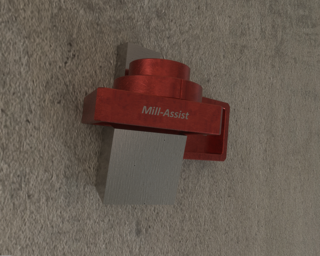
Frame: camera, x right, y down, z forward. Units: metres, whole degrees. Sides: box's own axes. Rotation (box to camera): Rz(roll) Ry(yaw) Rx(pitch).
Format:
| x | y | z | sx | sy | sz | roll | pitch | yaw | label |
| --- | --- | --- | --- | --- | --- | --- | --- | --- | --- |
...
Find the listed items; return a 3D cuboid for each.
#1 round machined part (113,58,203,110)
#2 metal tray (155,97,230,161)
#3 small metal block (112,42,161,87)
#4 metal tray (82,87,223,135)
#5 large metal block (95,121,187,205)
| x | y | z | sx | sy | sz | roll | pitch | yaw | label |
| --- | --- | --- | --- | --- | --- | --- | --- | --- | --- |
| -0.002 | -0.048 | 0.345 | 0.099 | 0.098 | 0.042 | 8 | 85 | -40 | round machined part |
| 0.046 | 0.000 | 0.444 | 0.131 | 0.030 | 0.089 | 8 | 85 | -40 | metal tray |
| -0.028 | -0.073 | 0.385 | 0.050 | 0.025 | 0.050 | 8 | 85 | -40 | small metal block |
| -0.011 | -0.014 | 0.334 | 0.131 | 0.090 | 0.030 | 7 | 86 | -22 | metal tray |
| -0.023 | 0.038 | 0.348 | 0.081 | 0.050 | 0.079 | 6 | 99 | -22 | large metal block |
